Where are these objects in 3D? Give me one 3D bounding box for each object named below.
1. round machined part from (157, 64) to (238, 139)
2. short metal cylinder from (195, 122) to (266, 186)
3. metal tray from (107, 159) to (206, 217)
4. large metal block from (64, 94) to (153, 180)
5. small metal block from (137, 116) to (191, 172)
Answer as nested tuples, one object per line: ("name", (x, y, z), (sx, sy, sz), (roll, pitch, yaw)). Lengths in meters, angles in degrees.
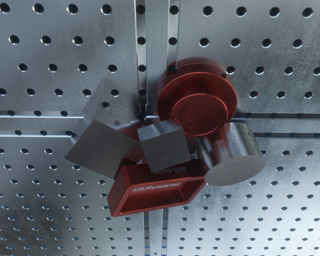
("round machined part", (0.046, -0.025, 0.379), (0.099, 0.042, 0.097), (0, 130, 0))
("short metal cylinder", (0.092, 0.036, 0.412), (0.081, 0.050, 0.080), (-9, 145, -6))
("metal tray", (-0.001, 0.085, 0.443), (0.131, 0.030, 0.089), (-2, 142, -28))
("large metal block", (-0.066, 0.016, 0.408), (0.080, 0.050, 0.080), (29, 124, -22))
("small metal block", (0.006, 0.020, 0.368), (0.050, 0.025, 0.050), (-17, 126, 0))
